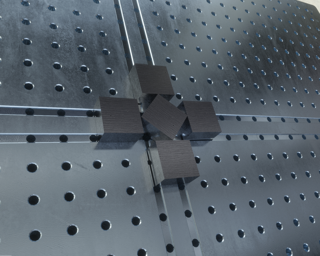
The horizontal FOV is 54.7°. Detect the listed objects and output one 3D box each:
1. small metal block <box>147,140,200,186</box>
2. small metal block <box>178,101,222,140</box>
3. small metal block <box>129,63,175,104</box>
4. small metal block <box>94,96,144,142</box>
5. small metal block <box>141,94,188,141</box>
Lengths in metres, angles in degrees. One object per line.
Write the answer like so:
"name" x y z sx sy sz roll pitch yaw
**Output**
"small metal block" 0.017 0.043 0.392 0.050 0.025 0.050 0 62 -29
"small metal block" 0.055 -0.011 0.446 0.050 0.025 0.050 0 62 -29
"small metal block" -0.012 -0.062 0.441 0.050 0.025 0.050 -1 62 -29
"small metal block" -0.052 -0.010 0.387 0.050 0.025 0.050 1 61 -28
"small metal block" 0.002 -0.010 0.416 0.050 0.025 0.050 36 51 -5
